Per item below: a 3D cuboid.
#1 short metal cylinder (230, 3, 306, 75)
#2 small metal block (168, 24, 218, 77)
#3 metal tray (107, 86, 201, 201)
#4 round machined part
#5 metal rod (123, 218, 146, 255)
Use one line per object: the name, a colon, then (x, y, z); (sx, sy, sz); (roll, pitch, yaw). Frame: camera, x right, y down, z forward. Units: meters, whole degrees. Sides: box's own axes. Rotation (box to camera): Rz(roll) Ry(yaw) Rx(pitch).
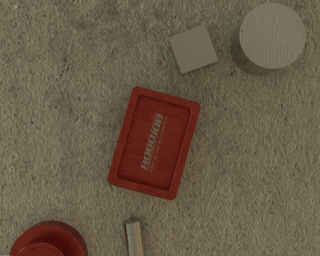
short metal cylinder: (0.136, -0.111, 0.399); (0.081, 0.050, 0.080); (0, 90, 0)
small metal block: (0.043, -0.101, 0.410); (0.050, 0.025, 0.050); (-20, 90, 0)
metal tray: (-0.008, 0.019, 0.407); (0.090, 0.030, 0.129); (15, 90, 0)
round machined part: (-0.148, 0.175, 0.400); (0.099, 0.042, 0.097); (0, 90, 0)
metal rod: (-0.018, 0.270, 0.410); (0.025, 0.025, 0.298); (-7, 90, 0)
